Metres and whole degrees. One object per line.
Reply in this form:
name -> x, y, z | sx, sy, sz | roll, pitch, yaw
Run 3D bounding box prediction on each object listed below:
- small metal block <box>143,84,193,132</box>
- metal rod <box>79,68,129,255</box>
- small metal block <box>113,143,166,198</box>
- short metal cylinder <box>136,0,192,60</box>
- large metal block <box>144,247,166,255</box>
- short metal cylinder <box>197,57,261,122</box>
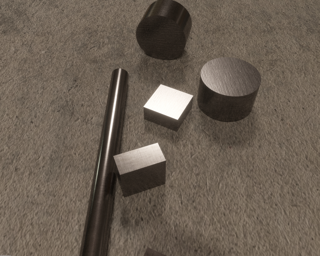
small metal block -> 0.012, -0.028, 0.427 | 0.050, 0.025, 0.050 | 22, 53, 17
metal rod -> -0.063, 0.034, 0.373 | 0.025, 0.025, 0.300 | 1, 50, 0
small metal block -> -0.022, 0.048, 0.347 | 0.050, 0.050, 0.025 | -16, 52, -14
short metal cylinder -> 0.007, -0.158, 0.500 | 0.080, 0.080, 0.050 | 11, 51, 9
large metal block -> 0.017, 0.147, 0.244 | 0.080, 0.080, 0.050 | 19, 53, 15
short metal cylinder -> 0.095, -0.054, 0.434 | 0.081, 0.050, 0.080 | 0, 50, 0
